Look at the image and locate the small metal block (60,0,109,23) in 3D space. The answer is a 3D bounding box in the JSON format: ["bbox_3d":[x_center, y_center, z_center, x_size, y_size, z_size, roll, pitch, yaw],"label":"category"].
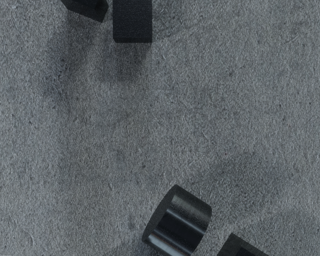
[{"bbox_3d":[-0.098,-0.163,0.396,0.050,0.050,0.025,22,90,-1],"label":"small metal block"}]

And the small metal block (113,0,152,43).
[{"bbox_3d":[-0.036,-0.141,0.409,0.050,0.025,0.050,0,90,-1],"label":"small metal block"}]

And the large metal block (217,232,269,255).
[{"bbox_3d":[0.111,0.198,0.399,0.080,0.050,0.080,32,90,-1],"label":"large metal block"}]

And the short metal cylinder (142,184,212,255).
[{"bbox_3d":[0.020,0.117,0.383,0.050,0.080,0.080,33,90,0],"label":"short metal cylinder"}]
